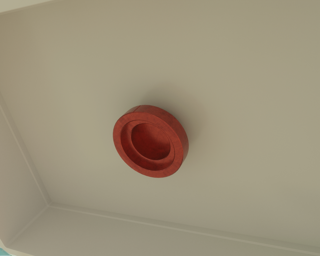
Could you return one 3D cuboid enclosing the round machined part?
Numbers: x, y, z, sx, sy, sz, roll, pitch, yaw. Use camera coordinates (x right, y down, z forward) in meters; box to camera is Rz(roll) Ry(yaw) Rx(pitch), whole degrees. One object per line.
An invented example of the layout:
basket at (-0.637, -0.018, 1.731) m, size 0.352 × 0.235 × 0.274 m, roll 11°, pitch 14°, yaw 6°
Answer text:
round machined part at (-0.008, 0.013, 0.404) m, size 0.098 × 0.042 × 0.097 m, roll 13°, pitch 124°, yaw 20°
